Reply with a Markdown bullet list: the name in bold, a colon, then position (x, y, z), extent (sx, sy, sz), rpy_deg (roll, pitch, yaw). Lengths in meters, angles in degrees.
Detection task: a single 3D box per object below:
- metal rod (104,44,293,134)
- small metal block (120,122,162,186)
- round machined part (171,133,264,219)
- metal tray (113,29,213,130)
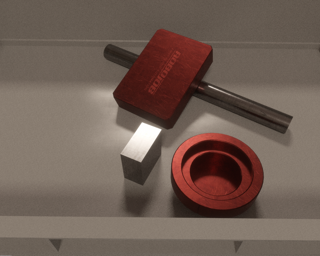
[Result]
- **metal rod**: position (0.043, -0.065, 0.460), extent (0.301, 0.025, 0.025), rpy_deg (26, 55, 19)
- **small metal block**: position (-0.020, 0.031, 0.363), extent (0.025, 0.050, 0.050), rpy_deg (20, 53, 16)
- **round machined part**: position (0.061, 0.056, 0.348), extent (0.099, 0.042, 0.098), rpy_deg (0, 50, 0)
- **metal tray**: position (0.006, -0.072, 0.438), extent (0.090, 0.030, 0.130), rpy_deg (26, 72, 19)
